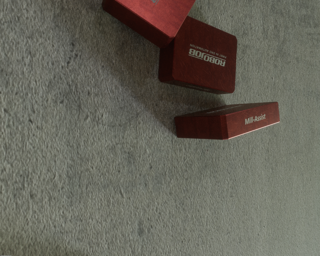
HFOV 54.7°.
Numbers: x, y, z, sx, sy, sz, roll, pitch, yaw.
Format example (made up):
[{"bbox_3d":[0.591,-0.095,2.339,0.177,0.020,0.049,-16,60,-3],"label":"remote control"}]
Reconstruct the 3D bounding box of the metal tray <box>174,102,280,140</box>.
[{"bbox_3d":[0.097,-0.012,0.443,0.131,0.090,0.030,-14,99,-39],"label":"metal tray"}]

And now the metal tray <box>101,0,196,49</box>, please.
[{"bbox_3d":[0.000,-0.174,0.380,0.090,0.030,0.130,32,68,-12],"label":"metal tray"}]

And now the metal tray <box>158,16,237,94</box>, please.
[{"bbox_3d":[0.059,-0.102,0.450,0.131,0.030,0.089,5,87,-40],"label":"metal tray"}]
